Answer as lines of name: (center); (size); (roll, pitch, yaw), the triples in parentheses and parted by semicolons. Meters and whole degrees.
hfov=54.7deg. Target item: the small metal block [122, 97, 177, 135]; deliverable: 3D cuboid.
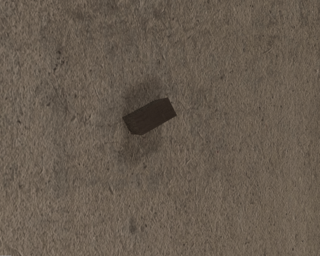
small metal block: (-0.014, -0.014, 0.391); (0.050, 0.050, 0.025); (-30, 100, -18)
